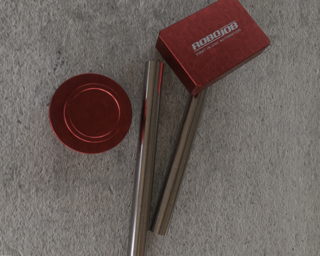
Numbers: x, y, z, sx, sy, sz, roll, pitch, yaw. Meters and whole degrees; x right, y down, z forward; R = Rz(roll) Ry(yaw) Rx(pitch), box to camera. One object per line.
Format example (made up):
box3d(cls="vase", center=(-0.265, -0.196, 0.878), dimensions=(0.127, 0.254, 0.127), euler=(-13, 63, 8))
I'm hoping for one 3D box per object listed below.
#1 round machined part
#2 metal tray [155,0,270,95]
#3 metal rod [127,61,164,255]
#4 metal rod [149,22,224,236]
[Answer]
box3d(cls="round machined part", center=(-0.081, -0.017, 0.371), dimensions=(0.099, 0.042, 0.097), euler=(0, 90, -21))
box3d(cls="metal tray", center=(0.072, -0.114, 0.419), dimensions=(0.131, 0.030, 0.090), euler=(-33, 82, -17))
box3d(cls="metal rod", center=(-0.021, 0.063, 0.402), dimensions=(0.025, 0.025, 0.298), euler=(6, 88, -20))
box3d(cls="metal rod", center=(0.041, -0.005, 0.425), dimensions=(0.025, 0.025, 0.299), euler=(19, 84, -20))
